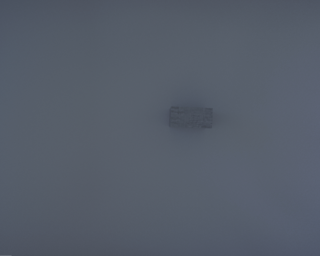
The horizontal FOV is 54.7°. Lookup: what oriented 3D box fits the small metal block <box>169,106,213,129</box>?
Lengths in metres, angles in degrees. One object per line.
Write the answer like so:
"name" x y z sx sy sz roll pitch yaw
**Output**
"small metal block" 0.038 -0.013 0.399 0.050 0.050 0.025 3 90 -1
